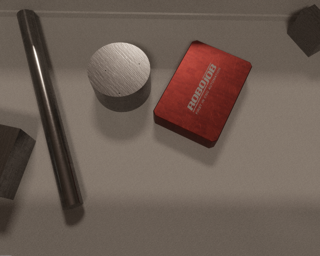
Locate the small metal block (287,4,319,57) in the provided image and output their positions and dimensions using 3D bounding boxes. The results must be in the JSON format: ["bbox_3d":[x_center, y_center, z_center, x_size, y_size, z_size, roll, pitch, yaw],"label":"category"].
[{"bbox_3d":[0.220,-0.140,0.450,0.025,0.050,0.050,-30,73,-10],"label":"small metal block"}]

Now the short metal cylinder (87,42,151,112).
[{"bbox_3d":[-0.053,-0.068,0.421,0.081,0.050,0.080,0,70,0],"label":"short metal cylinder"}]

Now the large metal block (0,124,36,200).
[{"bbox_3d":[-0.214,0.037,0.380,0.080,0.050,0.080,12,70,4],"label":"large metal block"}]

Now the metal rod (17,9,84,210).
[{"bbox_3d":[-0.154,-0.038,0.421,0.025,0.025,0.299,-18,71,-7],"label":"metal rod"}]

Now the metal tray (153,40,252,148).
[{"bbox_3d":[0.059,-0.049,0.425,0.090,0.030,0.130,26,72,8],"label":"metal tray"}]
